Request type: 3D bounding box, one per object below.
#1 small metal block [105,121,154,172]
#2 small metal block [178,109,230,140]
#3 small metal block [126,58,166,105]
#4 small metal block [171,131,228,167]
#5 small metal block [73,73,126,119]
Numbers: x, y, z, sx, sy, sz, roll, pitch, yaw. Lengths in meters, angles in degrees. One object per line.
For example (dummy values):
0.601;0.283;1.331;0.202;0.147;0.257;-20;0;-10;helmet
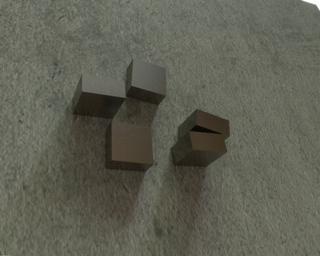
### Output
-0.037;0.023;0.371;0.050;0.025;0.050;9;58;-24;small metal block
0.058;0.005;0.418;0.050;0.050;0.025;18;55;-18;small metal block
-0.020;-0.065;0.434;0.050;0.025;0.050;14;56;-21;small metal block
0.049;0.028;0.399;0.050;0.050;0.025;6;59;-26;small metal block
-0.074;-0.036;0.371;0.050;0.050;0.025;6;59;-25;small metal block
